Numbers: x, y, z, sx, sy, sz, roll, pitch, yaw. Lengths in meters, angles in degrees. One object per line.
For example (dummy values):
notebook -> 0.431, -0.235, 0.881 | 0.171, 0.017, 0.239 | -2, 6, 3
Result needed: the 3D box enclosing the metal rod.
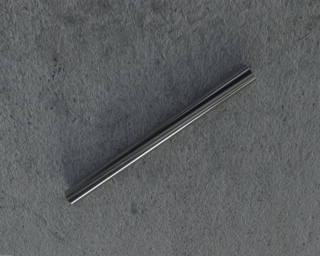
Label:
metal rod -> -0.007, 0.015, 0.417 | 0.300, 0.025, 0.025 | -35, 107, 11
